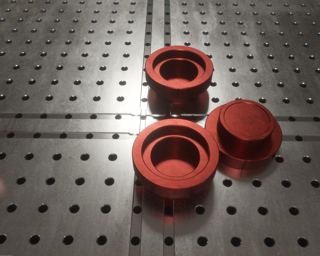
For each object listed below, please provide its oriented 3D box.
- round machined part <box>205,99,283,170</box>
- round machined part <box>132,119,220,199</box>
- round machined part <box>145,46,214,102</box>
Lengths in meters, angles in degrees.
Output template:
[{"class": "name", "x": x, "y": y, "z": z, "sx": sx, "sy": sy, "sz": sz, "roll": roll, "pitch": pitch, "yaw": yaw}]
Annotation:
[{"class": "round machined part", "x": 0.107, "y": 0.001, "z": 0.397, "sx": 0.099, "sy": 0.042, "sz": 0.098, "roll": 0, "pitch": 50, "yaw": 0}, {"class": "round machined part", "x": 0.018, "y": 0.039, "z": 0.364, "sx": 0.099, "sy": 0.042, "sz": 0.098, "roll": 0, "pitch": 50, "yaw": 0}, {"class": "round machined part", "x": 0.028, "y": -0.077, "z": 0.461, "sx": 0.099, "sy": 0.042, "sz": 0.098, "roll": 0, "pitch": 50, "yaw": 0}]
